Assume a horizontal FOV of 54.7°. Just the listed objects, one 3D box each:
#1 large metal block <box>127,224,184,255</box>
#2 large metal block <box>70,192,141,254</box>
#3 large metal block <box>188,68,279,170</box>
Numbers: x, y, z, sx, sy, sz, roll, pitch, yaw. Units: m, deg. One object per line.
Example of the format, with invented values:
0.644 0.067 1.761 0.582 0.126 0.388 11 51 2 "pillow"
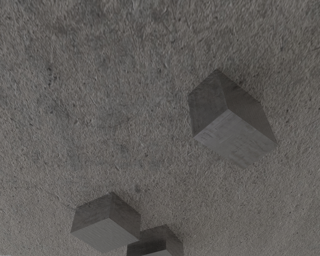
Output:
-0.007 0.236 0.591 0.080 0.050 0.080 -21 127 16 "large metal block"
-0.090 0.163 0.529 0.080 0.050 0.080 -27 126 21 "large metal block"
0.082 -0.011 0.362 0.080 0.080 0.050 32 123 -24 "large metal block"
